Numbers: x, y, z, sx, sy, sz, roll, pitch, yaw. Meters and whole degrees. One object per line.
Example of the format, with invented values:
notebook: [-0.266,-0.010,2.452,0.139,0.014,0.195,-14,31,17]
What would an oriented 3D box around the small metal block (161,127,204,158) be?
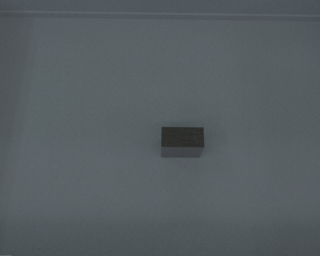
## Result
small metal block: [0.027,0.019,0.390,0.050,0.050,0.025,1,70,0]
